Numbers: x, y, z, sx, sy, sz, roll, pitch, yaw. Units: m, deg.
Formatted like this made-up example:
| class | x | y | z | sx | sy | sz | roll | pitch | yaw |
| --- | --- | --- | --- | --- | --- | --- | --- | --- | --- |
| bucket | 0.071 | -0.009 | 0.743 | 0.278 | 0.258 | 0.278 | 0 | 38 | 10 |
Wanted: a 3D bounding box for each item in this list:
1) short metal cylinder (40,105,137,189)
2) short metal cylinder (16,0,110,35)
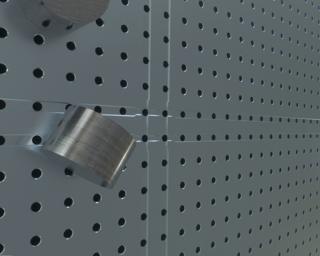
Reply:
| class | x | y | z | sx | sy | sz | roll | pitch | yaw |
| --- | --- | --- | --- | --- | --- | --- | --- | --- | --- |
| short metal cylinder | -0.071 | 0.021 | 0.315 | 0.080 | 0.080 | 0.050 | 42 | 65 | -33 |
| short metal cylinder | -0.098 | -0.140 | 0.312 | 0.081 | 0.050 | 0.079 | 0 | 90 | -40 |
